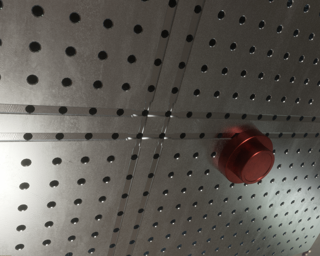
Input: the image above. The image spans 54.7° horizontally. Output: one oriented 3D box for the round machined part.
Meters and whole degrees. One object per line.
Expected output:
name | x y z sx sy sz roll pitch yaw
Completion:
round machined part | 0.152 0.055 0.520 0.099 0.042 0.097 -14 125 -21
